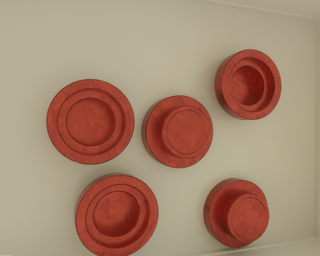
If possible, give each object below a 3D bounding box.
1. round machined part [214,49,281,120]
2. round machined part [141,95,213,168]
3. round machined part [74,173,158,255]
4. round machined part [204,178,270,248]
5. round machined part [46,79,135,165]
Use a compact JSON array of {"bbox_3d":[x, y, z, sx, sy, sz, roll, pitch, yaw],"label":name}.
[{"bbox_3d":[0.121,-0.060,0.446,0.099,0.042,0.097,0,90,-20],"label":"round machined part"},{"bbox_3d":[0.028,0.005,0.412,0.099,0.042,0.097,0,90,-20],"label":"round machined part"},{"bbox_3d":[-0.055,0.104,0.381,0.099,0.042,0.097,0,90,-20],"label":"round machined part"},{"bbox_3d":[0.116,0.124,0.444,0.099,0.042,0.097,0,90,-20],"label":"round machined part"},{"bbox_3d":[-0.084,-0.007,0.371,0.099,0.042,0.097,0,90,-20],"label":"round machined part"}]
